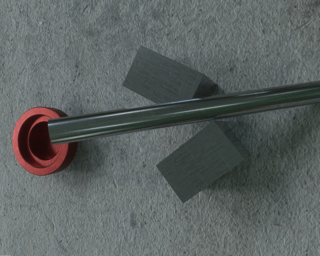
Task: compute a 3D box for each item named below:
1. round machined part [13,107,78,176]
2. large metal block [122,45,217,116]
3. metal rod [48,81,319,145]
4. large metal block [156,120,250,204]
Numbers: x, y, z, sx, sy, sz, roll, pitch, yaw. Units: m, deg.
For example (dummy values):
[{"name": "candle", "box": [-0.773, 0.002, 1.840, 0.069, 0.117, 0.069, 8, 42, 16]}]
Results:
[{"name": "round machined part", "box": [-0.163, 0.019, 0.456, 0.098, 0.042, 0.097, 0, 90, 19]}, {"name": "large metal block", "box": [0.015, -0.052, 0.374, 0.080, 0.080, 0.050, 29, 99, 17]}, {"name": "metal rod", "box": [0.045, -0.019, 0.317, 0.302, 0.025, 0.025, -9, 87, -10]}, {"name": "large metal block", "box": [0.053, 0.036, 0.360, 0.080, 0.080, 0.050, -40, 78, 15]}]
